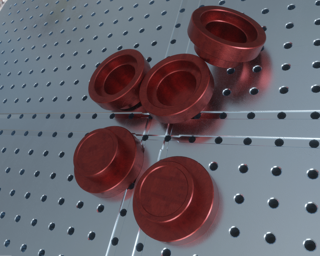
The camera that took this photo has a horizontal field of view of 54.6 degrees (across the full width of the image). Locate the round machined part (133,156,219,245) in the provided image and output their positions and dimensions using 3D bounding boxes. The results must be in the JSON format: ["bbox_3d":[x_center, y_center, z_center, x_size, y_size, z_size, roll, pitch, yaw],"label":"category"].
[{"bbox_3d":[0.012,0.076,0.345,0.098,0.042,0.098,-13,56,21],"label":"round machined part"}]

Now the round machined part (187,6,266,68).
[{"bbox_3d":[0.083,-0.115,0.405,0.099,0.042,0.098,8,47,-9],"label":"round machined part"}]

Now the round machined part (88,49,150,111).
[{"bbox_3d":[-0.056,-0.067,0.466,0.098,0.042,0.098,-16,53,23],"label":"round machined part"}]

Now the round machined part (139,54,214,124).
[{"bbox_3d":[0.025,-0.048,0.414,0.098,0.042,0.098,-13,56,21],"label":"round machined part"}]

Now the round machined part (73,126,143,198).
[{"bbox_3d":[-0.075,0.039,0.414,0.098,0.042,0.098,-13,56,21],"label":"round machined part"}]
